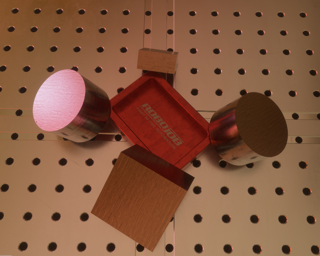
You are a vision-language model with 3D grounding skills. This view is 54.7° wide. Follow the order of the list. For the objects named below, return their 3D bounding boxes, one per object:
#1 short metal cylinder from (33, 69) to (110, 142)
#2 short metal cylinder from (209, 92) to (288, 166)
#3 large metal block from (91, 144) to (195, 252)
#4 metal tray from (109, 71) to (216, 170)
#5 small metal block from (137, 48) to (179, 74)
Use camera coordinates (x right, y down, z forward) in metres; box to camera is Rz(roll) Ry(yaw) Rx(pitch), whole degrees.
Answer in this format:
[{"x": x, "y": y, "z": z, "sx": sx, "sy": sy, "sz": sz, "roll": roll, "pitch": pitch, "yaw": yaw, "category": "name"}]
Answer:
[{"x": -0.111, "y": -0.027, "z": 0.391, "sx": 0.080, "sy": 0.050, "sz": 0.080, "roll": -9, "pitch": 69, "yaw": 24, "category": "short metal cylinder"}, {"x": 0.108, "y": 0.002, "z": 0.382, "sx": 0.081, "sy": 0.050, "sz": 0.080, "roll": 10, "pitch": 68, "yaw": -25, "category": "short metal cylinder"}, {"x": -0.018, "y": 0.076, "z": 0.352, "sx": 0.080, "sy": 0.050, "sz": 0.080, "roll": 29, "pitch": 103, "yaw": 10, "category": "large metal block"}, {"x": 0.000, "y": -0.005, "z": 0.410, "sx": 0.090, "sy": 0.030, "sz": 0.130, "roll": -40, "pitch": 75, "yaw": -13, "category": "metal tray"}, {"x": -0.002, "y": -0.094, "z": 0.430, "sx": 0.050, "sy": 0.050, "sz": 0.025, "roll": 8, "pitch": 108, "yaw": 3, "category": "small metal block"}]
